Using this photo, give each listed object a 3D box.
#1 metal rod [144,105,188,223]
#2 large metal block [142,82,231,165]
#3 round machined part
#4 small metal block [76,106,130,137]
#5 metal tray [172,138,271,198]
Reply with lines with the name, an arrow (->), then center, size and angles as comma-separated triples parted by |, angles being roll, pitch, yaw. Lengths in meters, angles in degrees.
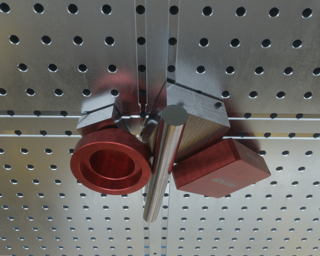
metal rod -> -0.001, 0.070, 0.414 | 0.025, 0.025, 0.298 | 5, 146, -4
large metal block -> 0.029, -0.001, 0.391 | 0.081, 0.050, 0.079 | 18, 128, -15
round machined part -> -0.059, 0.039, 0.392 | 0.099, 0.042, 0.097 | 2, 131, 2
small metal block -> -0.074, 0.004, 0.410 | 0.050, 0.025, 0.050 | -17, 128, 14
metal tray -> 0.087, 0.060, 0.423 | 0.090, 0.030, 0.131 | -31, 149, 24
